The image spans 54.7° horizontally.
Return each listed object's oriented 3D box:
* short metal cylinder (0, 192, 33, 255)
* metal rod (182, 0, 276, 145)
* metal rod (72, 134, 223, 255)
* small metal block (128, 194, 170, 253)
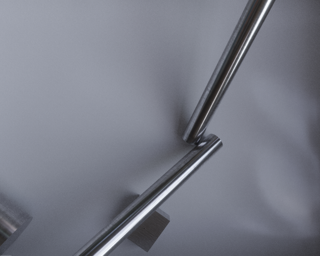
[{"bbox_3d":[-0.207,0.127,0.381,0.050,0.080,0.080,40,90,-1],"label":"short metal cylinder"},{"bbox_3d":[0.093,-0.103,0.340,0.025,0.025,0.298,23,120,-1],"label":"metal rod"},{"bbox_3d":[-0.032,0.102,0.348,0.302,0.025,0.025,-38,90,-26],"label":"metal rod"},{"bbox_3d":[-0.022,0.126,0.411,0.050,0.025,0.050,36,90,-1],"label":"small metal block"}]
